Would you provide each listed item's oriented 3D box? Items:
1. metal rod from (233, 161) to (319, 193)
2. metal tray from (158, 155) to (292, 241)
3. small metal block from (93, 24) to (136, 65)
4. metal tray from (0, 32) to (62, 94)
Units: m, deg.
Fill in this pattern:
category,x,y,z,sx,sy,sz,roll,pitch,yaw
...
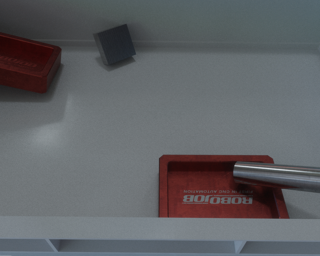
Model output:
category,x,y,z,sx,sy,sz,roll,pitch,yaw
metal rod,0.208,0.051,0.257,0.300,0.025,0.025,1,44,36
metal tray,0.064,0.074,0.339,0.131,0.030,0.090,0,50,0
small metal block,-0.073,-0.134,0.497,0.050,0.050,0.025,-26,24,-21
metal tray,-0.222,-0.101,0.454,0.131,0.030,0.090,12,41,-10
